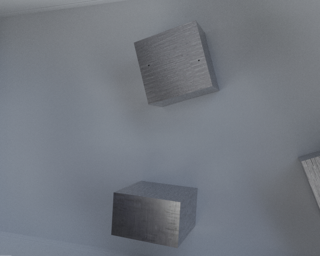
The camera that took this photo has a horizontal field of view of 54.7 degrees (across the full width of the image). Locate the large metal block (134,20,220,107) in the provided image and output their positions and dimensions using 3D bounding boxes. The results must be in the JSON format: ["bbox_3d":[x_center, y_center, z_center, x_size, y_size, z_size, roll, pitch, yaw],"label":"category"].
[{"bbox_3d":[0.022,-0.077,0.389,0.080,0.050,0.080,-15,85,19],"label":"large metal block"}]

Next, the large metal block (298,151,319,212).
[{"bbox_3d":[0.203,0.058,0.325,0.080,0.050,0.080,-21,83,19],"label":"large metal block"}]

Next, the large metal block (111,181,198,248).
[{"bbox_3d":[-0.003,0.101,0.382,0.080,0.080,0.050,4,92,20],"label":"large metal block"}]
